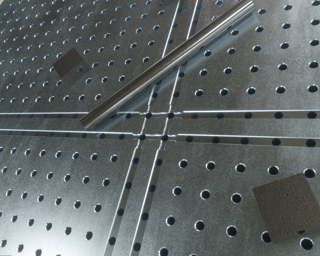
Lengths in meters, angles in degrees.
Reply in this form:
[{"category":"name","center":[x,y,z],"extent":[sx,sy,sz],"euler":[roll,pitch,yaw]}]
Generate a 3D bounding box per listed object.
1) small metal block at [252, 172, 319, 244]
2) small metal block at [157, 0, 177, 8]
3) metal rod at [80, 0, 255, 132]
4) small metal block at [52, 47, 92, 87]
[{"category":"small metal block","center":[0.123,0.077,0.296],"extent":[0.050,0.025,0.050],"euler":[-22,54,14]},{"category":"small metal block","center":[0.016,-0.249,0.551],"extent":[0.050,0.025,0.050],"euler":[-22,54,15]},{"category":"metal rod","center":[0.009,-0.092,0.458],"extent":[0.300,0.025,0.025],"euler":[-36,51,3]},{"category":"small metal block","center":[-0.159,-0.110,0.557],"extent":[0.050,0.025,0.050],"euler":[-40,51,0]}]
